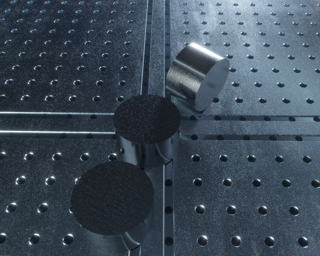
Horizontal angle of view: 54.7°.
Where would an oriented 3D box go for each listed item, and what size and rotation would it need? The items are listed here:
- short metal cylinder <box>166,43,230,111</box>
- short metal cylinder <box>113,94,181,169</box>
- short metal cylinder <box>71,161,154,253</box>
[{"bbox_3d":[0.053,-0.070,0.432,0.050,0.080,0.080,34,58,25],"label":"short metal cylinder"},{"bbox_3d":[-0.015,0.004,0.388,0.081,0.050,0.080,0,50,0],"label":"short metal cylinder"},{"bbox_3d":[-0.046,0.082,0.322,0.081,0.050,0.080,0,50,0],"label":"short metal cylinder"}]
